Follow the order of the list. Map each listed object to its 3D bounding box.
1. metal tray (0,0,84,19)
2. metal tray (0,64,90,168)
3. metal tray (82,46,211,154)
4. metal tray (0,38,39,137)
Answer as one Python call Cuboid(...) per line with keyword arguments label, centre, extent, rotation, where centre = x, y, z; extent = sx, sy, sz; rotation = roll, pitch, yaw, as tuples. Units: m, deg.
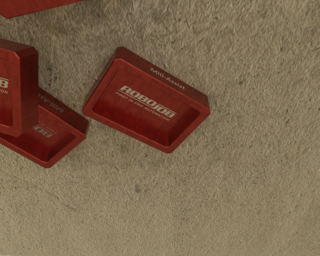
Cuboid(label="metal tray", centre=(-0.097, -0.157, 0.270), extent=(0.131, 0.030, 0.090), rotation=(-10, 130, 8))
Cuboid(label="metal tray", centre=(-0.169, -0.009, 0.393), extent=(0.090, 0.030, 0.130), rotation=(-37, 122, 27))
Cuboid(label="metal tray", centre=(-0.016, -0.028, 0.379), extent=(0.131, 0.030, 0.090), rotation=(27, 125, -21))
Cuboid(label="metal tray", centre=(-0.193, -0.051, 0.320), extent=(0.131, 0.030, 0.089), rotation=(16, 117, 9))
